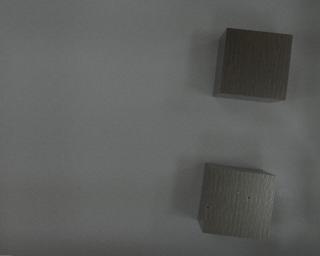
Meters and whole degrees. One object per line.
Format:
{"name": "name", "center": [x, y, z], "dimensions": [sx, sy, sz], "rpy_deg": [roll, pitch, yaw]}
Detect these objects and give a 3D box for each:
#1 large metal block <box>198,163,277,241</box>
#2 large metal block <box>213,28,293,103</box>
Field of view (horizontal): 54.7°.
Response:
{"name": "large metal block", "center": [0.097, 0.092, 0.400], "dimensions": [0.080, 0.050, 0.080], "rpy_deg": [8, 90, 0]}
{"name": "large metal block", "center": [0.117, -0.078, 0.400], "dimensions": [0.080, 0.050, 0.080], "rpy_deg": [6, 90, 0]}
